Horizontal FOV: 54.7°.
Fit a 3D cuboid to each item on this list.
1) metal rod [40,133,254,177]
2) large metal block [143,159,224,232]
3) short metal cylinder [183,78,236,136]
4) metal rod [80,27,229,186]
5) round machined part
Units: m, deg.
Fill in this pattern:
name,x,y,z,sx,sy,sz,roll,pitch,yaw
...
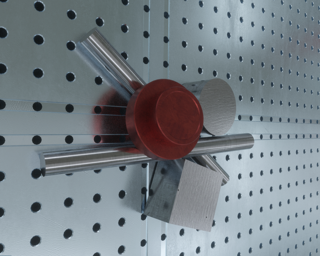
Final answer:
name,x,y,z,sx,sy,sz,roll,pitch,yaw
metal rod,0.008,0.028,0.394,0.303,0.025,0.025,-4,93,-33
large metal block,0.034,0.090,0.421,0.080,0.050,0.080,26,74,-38
short metal cylinder,0.065,-0.029,0.449,0.081,0.050,0.079,0,90,-40
metal rod,0.010,-0.010,0.420,0.300,0.025,0.025,46,62,-31
round machined part,0.013,-0.011,0.367,0.099,0.042,0.097,7,78,-33
